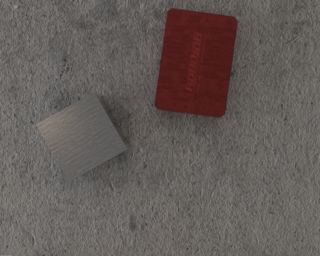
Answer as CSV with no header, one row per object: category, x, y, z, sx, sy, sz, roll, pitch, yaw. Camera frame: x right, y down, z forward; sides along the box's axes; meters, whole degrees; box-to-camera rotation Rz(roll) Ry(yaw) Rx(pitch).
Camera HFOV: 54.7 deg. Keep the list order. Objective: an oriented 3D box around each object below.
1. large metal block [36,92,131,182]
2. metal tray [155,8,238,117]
large metal block,-0.094,0.011,0.397,0.080,0.050,0.080,-30,90,0
metal tray,0.046,-0.083,0.408,0.091,0.030,0.129,8,90,0
